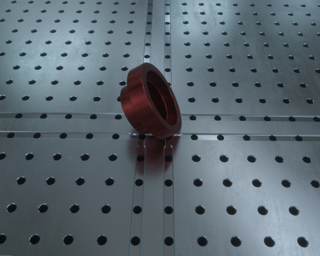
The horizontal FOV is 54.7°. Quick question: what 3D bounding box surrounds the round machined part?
[{"bbox_3d":[-0.014,-0.031,0.397,0.042,0.098,0.098,-23,46,22],"label":"round machined part"}]
